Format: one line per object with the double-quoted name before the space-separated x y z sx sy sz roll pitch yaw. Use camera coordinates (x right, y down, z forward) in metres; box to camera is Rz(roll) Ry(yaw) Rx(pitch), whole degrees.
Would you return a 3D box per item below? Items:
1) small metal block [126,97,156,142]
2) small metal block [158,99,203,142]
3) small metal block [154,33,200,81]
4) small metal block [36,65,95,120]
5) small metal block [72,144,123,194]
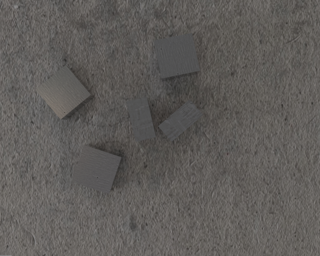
"small metal block" -0.023 -0.011 0.397 0.025 0.050 0.050 -13 90 0
"small metal block" 0.025 -0.009 0.398 0.050 0.050 0.025 -41 90 0
"small metal block" 0.022 -0.093 0.410 0.050 0.025 0.050 -12 90 0
"small metal block" -0.124 -0.046 0.409 0.050 0.025 0.050 -40 90 0
"small metal block" -0.081 0.053 0.409 0.050 0.025 0.050 18 90 0
